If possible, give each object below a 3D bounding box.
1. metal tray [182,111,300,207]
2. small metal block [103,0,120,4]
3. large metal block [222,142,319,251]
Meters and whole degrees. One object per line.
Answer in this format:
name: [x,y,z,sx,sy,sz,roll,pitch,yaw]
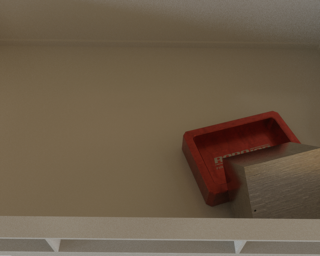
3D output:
metal tray: [0.102,0.033,0.375,0.131,0.030,0.090,-13,51,-11]
small metal block: [-0.109,-0.289,0.633,0.050,0.050,0.025,31,56,23]
large metal block: [0.116,0.064,0.310,0.081,0.050,0.079,-12,96,-11]
